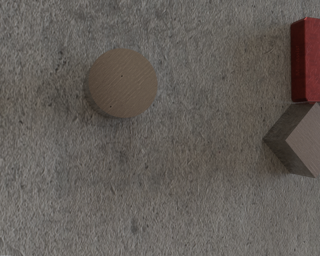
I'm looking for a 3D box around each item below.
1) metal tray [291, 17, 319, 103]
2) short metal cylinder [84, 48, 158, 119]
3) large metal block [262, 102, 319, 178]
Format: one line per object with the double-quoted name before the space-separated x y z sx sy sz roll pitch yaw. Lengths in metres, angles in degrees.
"metal tray" 0.259 -0.107 0.502 0.091 0.030 0.129 -1 90 -20
"short metal cylinder" -0.049 -0.052 0.378 0.081 0.050 0.080 0 90 -20
"large metal block" 0.221 0.018 0.478 0.080 0.050 0.080 -46 105 -14
